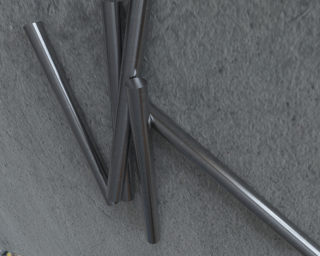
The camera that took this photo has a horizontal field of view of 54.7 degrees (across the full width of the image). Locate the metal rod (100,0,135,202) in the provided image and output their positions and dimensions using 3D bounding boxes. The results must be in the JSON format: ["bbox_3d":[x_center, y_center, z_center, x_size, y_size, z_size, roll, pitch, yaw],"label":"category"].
[{"bbox_3d":[-0.054,-0.016,0.423,0.025,0.025,0.298,13,124,20],"label":"metal rod"}]

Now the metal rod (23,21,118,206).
[{"bbox_3d":[-0.124,-0.007,0.465,0.025,0.025,0.298,-5,116,30],"label":"metal rod"}]

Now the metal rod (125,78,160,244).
[{"bbox_3d":[-0.019,0.068,0.436,0.025,0.025,0.298,13,130,21],"label":"metal rod"}]

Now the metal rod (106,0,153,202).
[{"bbox_3d":[-0.042,-0.028,0.388,0.025,0.025,0.298,20,119,16],"label":"metal rod"}]

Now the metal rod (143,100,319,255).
[{"bbox_3d":[0.091,0.070,0.401,0.300,0.025,0.025,40,129,0],"label":"metal rod"}]
